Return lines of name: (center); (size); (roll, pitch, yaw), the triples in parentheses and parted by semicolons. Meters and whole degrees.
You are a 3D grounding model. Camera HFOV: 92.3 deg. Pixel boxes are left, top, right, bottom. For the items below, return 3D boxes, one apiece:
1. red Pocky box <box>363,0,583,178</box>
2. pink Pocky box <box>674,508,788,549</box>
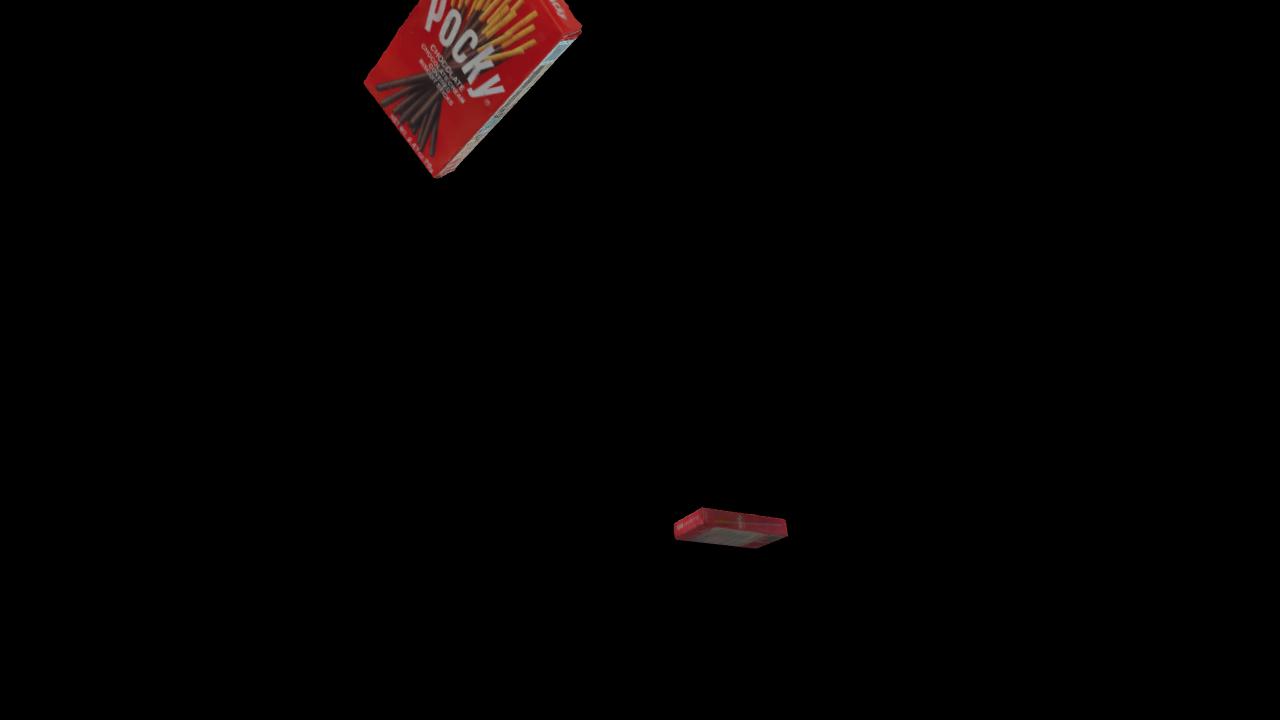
red Pocky box: (-0.116, -0.200, 0.408); (0.155, 0.083, 0.028); (-29, 11, 36)
pink Pocky box: (0.138, 0.257, 0.936); (0.155, 0.029, 0.084); (13, -35, -23)
